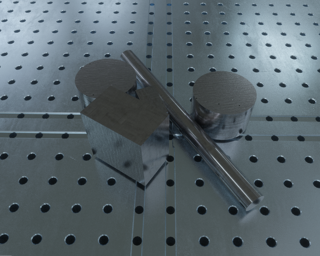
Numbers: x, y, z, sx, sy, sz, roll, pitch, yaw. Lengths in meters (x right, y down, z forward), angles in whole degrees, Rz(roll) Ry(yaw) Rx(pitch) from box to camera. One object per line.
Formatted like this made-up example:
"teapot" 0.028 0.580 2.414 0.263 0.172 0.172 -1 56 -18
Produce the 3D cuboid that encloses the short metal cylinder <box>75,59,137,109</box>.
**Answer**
"short metal cylinder" -0.072 -0.051 0.429 0.081 0.050 0.080 0 50 0

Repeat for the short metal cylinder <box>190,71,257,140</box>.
"short metal cylinder" 0.082 -0.031 0.413 0.081 0.050 0.080 0 50 0

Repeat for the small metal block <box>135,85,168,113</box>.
"small metal block" -0.011 -0.018 0.401 0.025 0.050 0.050 -17 52 -13

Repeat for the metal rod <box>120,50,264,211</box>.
"metal rod" 0.025 -0.017 0.417 0.025 0.025 0.300 -25 55 -20

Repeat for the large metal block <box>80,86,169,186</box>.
"large metal block" -0.037 0.010 0.358 0.080 0.080 0.050 27 56 21
